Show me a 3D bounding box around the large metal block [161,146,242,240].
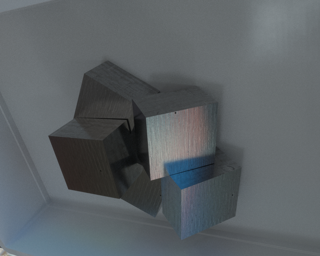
[{"bbox_3d":[0.049,0.079,0.384,0.050,0.081,0.079,45,144,51],"label":"large metal block"}]

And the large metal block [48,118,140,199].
[{"bbox_3d":[-0.079,0.035,0.386,0.080,0.050,0.079,3,119,27],"label":"large metal block"}]

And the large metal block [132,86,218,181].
[{"bbox_3d":[0.017,0.004,0.356,0.081,0.050,0.079,-13,122,-17],"label":"large metal block"}]

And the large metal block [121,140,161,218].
[{"bbox_3d":[-0.022,0.067,0.438,0.080,0.050,0.079,26,128,11],"label":"large metal block"}]

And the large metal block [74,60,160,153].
[{"bbox_3d":[-0.059,-0.027,0.404,0.080,0.050,0.079,31,128,7],"label":"large metal block"}]
